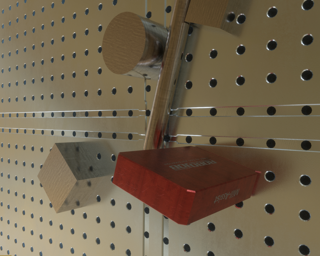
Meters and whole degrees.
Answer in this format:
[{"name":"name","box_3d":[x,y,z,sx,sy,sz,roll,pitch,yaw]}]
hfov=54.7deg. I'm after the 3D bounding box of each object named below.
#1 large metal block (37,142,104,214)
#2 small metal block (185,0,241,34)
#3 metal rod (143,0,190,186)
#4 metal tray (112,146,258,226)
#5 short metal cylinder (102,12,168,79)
[{"name":"large metal block","box_3d":[-0.151,0.080,0.514,0.080,0.050,0.080,50,119,28]},{"name":"small metal block","box_3d":[0.062,-0.141,0.357,0.050,0.025,0.050,27,107,36]},{"name":"metal rod","box_3d":[0.011,-0.069,0.398,0.025,0.025,0.298,21,103,38]},{"name":"metal tray","box_3d":[0.030,0.050,0.315,0.090,0.131,0.030,22,104,37]},{"name":"short metal cylinder","box_3d":[-0.032,-0.109,0.418,0.080,0.050,0.079,0,90,39]}]
